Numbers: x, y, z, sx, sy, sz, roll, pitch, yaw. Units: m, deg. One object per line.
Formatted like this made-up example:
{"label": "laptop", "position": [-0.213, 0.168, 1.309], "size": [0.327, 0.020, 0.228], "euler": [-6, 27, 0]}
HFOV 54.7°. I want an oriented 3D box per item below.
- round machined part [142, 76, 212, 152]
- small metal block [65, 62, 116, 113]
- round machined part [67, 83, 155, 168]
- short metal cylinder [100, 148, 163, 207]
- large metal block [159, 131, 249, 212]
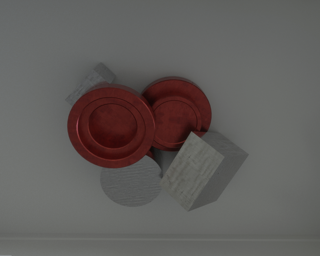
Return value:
{"label": "round machined part", "position": [0.017, -0.014, 0.394], "size": [0.099, 0.042, 0.097], "euler": [0, 110, -1]}
{"label": "small metal block", "position": [-0.083, -0.050, 0.376], "size": [0.025, 0.050, 0.050], "euler": [43, 105, -14]}
{"label": "round machined part", "position": [-0.055, -0.005, 0.367], "size": [0.099, 0.042, 0.097], "euler": [0, 110, -1]}
{"label": "short metal cylinder", "position": [-0.036, 0.058, 0.417], "size": [0.081, 0.050, 0.079], "euler": [0, 110, -1]}
{"label": "large metal block", "position": [0.057, 0.052, 0.393], "size": [0.050, 0.080, 0.080], "euler": [40, 109, 29]}
